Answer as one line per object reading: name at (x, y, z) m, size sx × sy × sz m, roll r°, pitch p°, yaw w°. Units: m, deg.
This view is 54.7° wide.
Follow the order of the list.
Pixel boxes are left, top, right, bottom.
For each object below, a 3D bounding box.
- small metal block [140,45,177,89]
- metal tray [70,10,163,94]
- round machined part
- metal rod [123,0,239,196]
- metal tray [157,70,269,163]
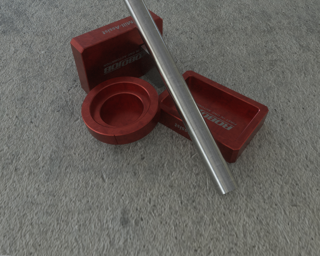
small metal block at (-0.005, -0.095, 0.461) m, size 0.025 × 0.050 × 0.050 m, roll -37°, pitch 74°, yaw -24°
metal tray at (-0.056, -0.107, 0.451) m, size 0.131 × 0.089 × 0.030 m, roll -30°, pitch 57°, yaw -23°
round machined part at (-0.048, -0.018, 0.403) m, size 0.099 × 0.042 × 0.098 m, roll -3°, pitch 53°, yaw 5°
metal rod at (0.017, -0.060, 0.386) m, size 0.025 × 0.025 × 0.299 m, roll -21°, pitch 75°, yaw -17°
metal tray at (0.066, -0.021, 0.420) m, size 0.130 × 0.030 × 0.090 m, roll 31°, pitch 56°, yaw 23°
